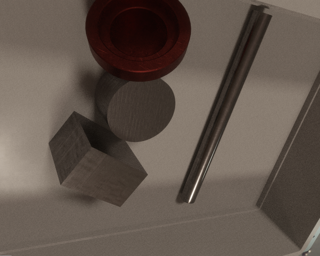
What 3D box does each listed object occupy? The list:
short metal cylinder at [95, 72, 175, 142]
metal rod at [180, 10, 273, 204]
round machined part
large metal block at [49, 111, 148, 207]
[{"bbox_3d":[-0.029,-0.031,0.359,0.081,0.050,0.079,-14,125,-21],"label":"short metal cylinder"},{"bbox_3d":[0.088,-0.015,0.449,0.025,0.025,0.298,4,117,-31],"label":"metal rod"},{"bbox_3d":[-0.021,-0.090,0.308,0.099,0.098,0.042,-27,166,-12],"label":"round machined part"},{"bbox_3d":[-0.072,0.035,0.356,0.080,0.080,0.050,34,99,-39],"label":"large metal block"}]
